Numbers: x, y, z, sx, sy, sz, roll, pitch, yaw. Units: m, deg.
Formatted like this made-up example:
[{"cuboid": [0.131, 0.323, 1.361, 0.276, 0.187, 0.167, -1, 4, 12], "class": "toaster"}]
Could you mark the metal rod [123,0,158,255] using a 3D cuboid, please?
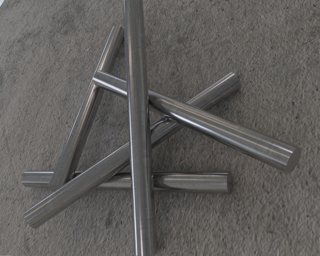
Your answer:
[{"cuboid": [-0.024, -0.012, 0.359, 0.025, 0.025, 0.299, -8, 78, 24], "class": "metal rod"}]

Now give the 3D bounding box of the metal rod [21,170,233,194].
[{"cuboid": [-0.060, 0.067, 0.394, 0.300, 0.025, 0.025, -4, 60, 26], "class": "metal rod"}]

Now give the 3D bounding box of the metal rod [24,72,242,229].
[{"cuboid": [-0.029, 0.024, 0.379, 0.301, 0.025, 0.025, -34, 51, -5], "class": "metal rod"}]

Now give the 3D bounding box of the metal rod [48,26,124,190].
[{"cuboid": [-0.101, -0.048, 0.468, 0.025, 0.025, 0.300, -5, 54, 25], "class": "metal rod"}]

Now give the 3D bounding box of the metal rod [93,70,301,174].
[{"cuboid": [0.013, -0.023, 0.363, 0.300, 0.025, 0.025, 27, 76, 41], "class": "metal rod"}]
